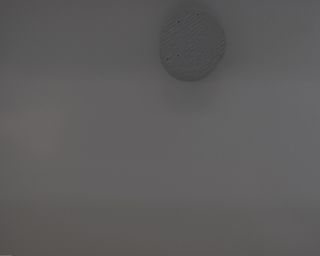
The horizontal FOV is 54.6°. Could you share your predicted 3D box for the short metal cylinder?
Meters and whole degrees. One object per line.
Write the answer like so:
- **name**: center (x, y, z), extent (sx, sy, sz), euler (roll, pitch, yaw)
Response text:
- **short metal cylinder**: center (0.040, -0.103, 0.399), extent (0.080, 0.050, 0.080), euler (0, 90, 0)
